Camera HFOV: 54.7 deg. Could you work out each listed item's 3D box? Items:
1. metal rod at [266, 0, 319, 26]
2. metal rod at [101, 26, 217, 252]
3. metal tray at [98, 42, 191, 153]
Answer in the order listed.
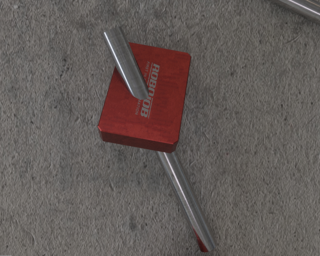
[{"bbox_3d":[0.141,-0.185,0.411,0.301,0.025,0.025,25,90,0],"label":"metal rod"},{"bbox_3d":[0.004,0.022,0.383,0.025,0.025,0.299,-24,101,0],"label":"metal rod"},{"bbox_3d":[-0.015,-0.040,0.380,0.091,0.030,0.130,11,64,0],"label":"metal tray"}]
